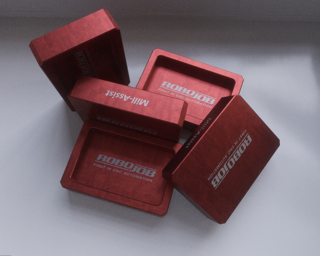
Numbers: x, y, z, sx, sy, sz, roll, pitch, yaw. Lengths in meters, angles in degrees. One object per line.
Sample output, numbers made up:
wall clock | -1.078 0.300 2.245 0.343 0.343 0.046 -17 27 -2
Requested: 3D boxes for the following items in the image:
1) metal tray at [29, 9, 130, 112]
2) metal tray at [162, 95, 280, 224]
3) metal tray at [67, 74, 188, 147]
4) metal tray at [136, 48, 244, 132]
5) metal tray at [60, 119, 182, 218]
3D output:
metal tray | -0.088 -0.075 0.377 0.090 0.130 0.030 -29 73 -10
metal tray | 0.076 0.036 0.372 0.090 0.030 0.130 45 74 -15
metal tray | -0.036 -0.017 0.378 0.131 0.090 0.030 15 71 5
metal tray | 0.037 -0.047 0.423 0.131 0.030 0.090 20 71 6
metal tray | -0.044 0.049 0.385 0.131 0.030 0.090 15 71 5
